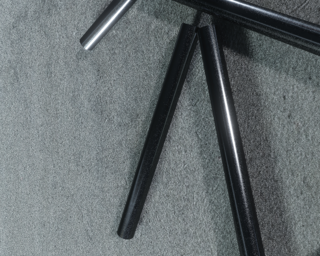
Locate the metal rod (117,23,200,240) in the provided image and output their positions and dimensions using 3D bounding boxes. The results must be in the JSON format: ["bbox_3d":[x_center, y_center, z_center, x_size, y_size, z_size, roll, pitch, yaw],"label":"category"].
[{"bbox_3d":[-0.006,0.015,0.409,0.025,0.025,0.298,28,108,36],"label":"metal rod"}]

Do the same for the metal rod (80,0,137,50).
[{"bbox_3d":[-0.018,-0.207,0.419,0.299,0.025,0.025,-35,69,34],"label":"metal rod"}]

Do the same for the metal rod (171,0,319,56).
[{"bbox_3d":[0.095,-0.118,0.326,0.300,0.025,0.025,36,112,34],"label":"metal rod"}]

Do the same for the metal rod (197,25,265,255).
[{"bbox_3d":[0.080,0.032,0.338,0.025,0.025,0.298,-16,80,39],"label":"metal rod"}]
